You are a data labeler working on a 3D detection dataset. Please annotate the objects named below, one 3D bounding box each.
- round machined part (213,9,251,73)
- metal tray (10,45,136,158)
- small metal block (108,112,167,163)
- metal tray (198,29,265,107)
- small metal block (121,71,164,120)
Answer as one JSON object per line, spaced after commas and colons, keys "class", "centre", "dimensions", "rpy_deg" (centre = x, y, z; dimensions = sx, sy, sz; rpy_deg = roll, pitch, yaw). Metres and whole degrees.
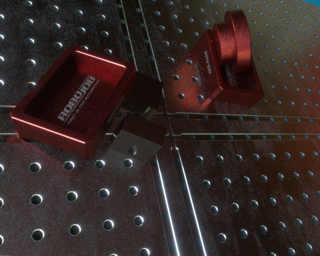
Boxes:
{"class": "round machined part", "centre": [0.112, -0.138, 0.499], "dimensions": [0.042, 0.098, 0.098], "rpy_deg": [-9, 62, 4]}
{"class": "metal tray", "centre": [-0.093, -0.036, 0.359], "dimensions": [0.090, 0.030, 0.130], "rpy_deg": [19, 52, 6]}
{"class": "small metal block", "centre": [-0.027, 0.013, 0.369], "dimensions": [0.050, 0.050, 0.025], "rpy_deg": [23, 53, -14]}
{"class": "metal tray", "centre": [0.120, -0.104, 0.532], "dimensions": [0.091, 0.030, 0.130], "rpy_deg": [7, 59, -24]}
{"class": "small metal block", "centre": [-0.026, -0.046, 0.422], "dimensions": [0.050, 0.025, 0.050], "rpy_deg": [22, 54, -15]}
